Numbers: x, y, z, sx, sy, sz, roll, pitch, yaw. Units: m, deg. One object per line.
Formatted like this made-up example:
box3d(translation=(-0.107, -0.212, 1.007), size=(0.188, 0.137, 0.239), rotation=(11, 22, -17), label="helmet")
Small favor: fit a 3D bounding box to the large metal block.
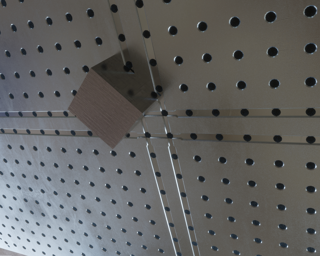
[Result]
box3d(translation=(-0.061, -0.033, 0.405), size=(0.080, 0.050, 0.080), rotation=(42, 129, -1), label="large metal block")
